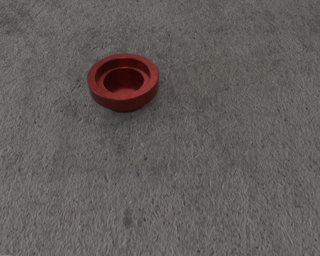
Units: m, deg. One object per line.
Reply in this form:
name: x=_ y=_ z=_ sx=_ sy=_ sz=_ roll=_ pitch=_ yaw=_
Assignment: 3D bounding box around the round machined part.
round machined part: x=-0.051 y=-0.060 z=0.443 sx=0.099 sy=0.042 sz=0.098 roll=0 pitch=50 yaw=0
